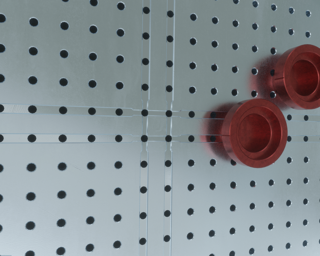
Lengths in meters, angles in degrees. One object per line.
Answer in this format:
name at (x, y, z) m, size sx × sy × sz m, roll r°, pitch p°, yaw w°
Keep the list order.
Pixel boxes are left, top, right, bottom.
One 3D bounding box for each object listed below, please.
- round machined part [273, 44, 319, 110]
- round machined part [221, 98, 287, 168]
round machined part at (0.217, -0.077, 0.483) m, size 0.099 × 0.042 × 0.097 m, roll 0°, pitch 90°, yaw -20°
round machined part at (0.132, 0.007, 0.452) m, size 0.099 × 0.042 × 0.097 m, roll 0°, pitch 90°, yaw -20°
